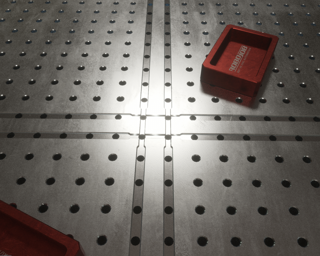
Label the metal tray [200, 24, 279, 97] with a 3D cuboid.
[{"bbox_3d":[0.130,-0.113,0.501,0.090,0.030,0.130,21,53,16],"label":"metal tray"}]

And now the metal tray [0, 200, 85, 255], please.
[{"bbox_3d":[-0.151,0.127,0.295,0.130,0.030,0.090,21,53,16],"label":"metal tray"}]
